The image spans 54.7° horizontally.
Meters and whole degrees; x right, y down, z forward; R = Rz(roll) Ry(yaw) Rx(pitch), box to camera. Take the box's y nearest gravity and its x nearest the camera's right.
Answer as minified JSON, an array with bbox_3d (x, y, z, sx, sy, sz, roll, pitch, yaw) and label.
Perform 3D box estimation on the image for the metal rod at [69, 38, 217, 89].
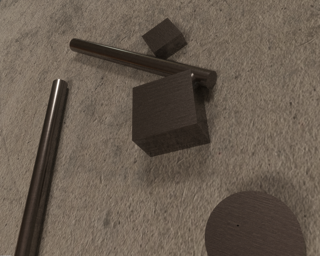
[{"bbox_3d":[-0.045,-0.109,0.492,0.300,0.025,0.025,22,74,35],"label":"metal rod"}]

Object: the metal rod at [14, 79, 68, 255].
[{"bbox_3d":[-0.172,0.050,0.460,0.025,0.025,0.299,-14,56,20],"label":"metal rod"}]

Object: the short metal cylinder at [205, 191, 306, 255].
[{"bbox_3d":[0.087,0.103,0.279,0.080,0.050,0.080,-13,56,20],"label":"short metal cylinder"}]

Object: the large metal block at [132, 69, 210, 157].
[{"bbox_3d":[0.013,-0.017,0.391,0.080,0.050,0.080,-15,56,19],"label":"large metal block"}]

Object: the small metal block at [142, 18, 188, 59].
[{"bbox_3d":[0.007,-0.137,0.483,0.050,0.025,0.050,-35,52,5],"label":"small metal block"}]
